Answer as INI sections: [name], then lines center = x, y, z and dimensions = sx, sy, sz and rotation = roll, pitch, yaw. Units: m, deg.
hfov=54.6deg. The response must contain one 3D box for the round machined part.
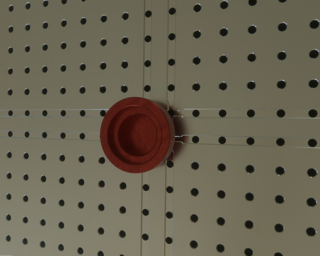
[round machined part]
center = -0.026, 0.009, 0.413
dimensions = 0.098, 0.042, 0.097
rotation = 0, 90, 20
